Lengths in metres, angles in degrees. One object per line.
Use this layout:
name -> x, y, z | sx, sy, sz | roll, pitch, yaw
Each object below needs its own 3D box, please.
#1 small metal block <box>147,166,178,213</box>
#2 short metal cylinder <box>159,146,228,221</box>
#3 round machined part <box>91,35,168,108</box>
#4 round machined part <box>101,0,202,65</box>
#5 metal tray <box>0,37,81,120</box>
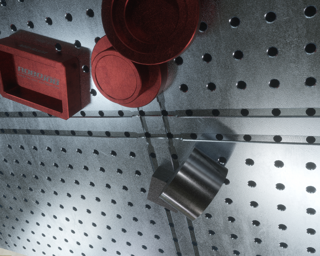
small metal block -> 0.012, 0.092, 0.460 | 0.050, 0.025, 0.050 | 22, 127, 14
short metal cylinder -> 0.042, 0.070, 0.396 | 0.050, 0.080, 0.079 | 36, 129, 4
round machined part -> -0.044, -0.068, 0.380 | 0.098, 0.042, 0.097 | 13, 124, 20
round machined part -> -0.006, -0.116, 0.319 | 0.098, 0.042, 0.097 | 4, 106, 13
metal tray -> -0.181, -0.073, 0.455 | 0.130, 0.030, 0.089 | 19, 126, 16
